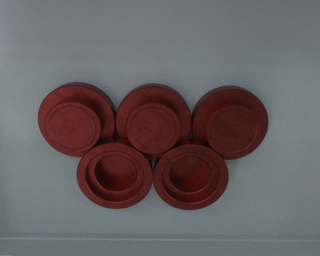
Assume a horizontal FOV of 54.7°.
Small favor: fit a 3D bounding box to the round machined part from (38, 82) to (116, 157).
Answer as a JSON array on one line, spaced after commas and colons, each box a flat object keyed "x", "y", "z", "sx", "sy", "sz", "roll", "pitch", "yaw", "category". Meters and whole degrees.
[{"x": -0.107, "y": -0.007, "z": 0.396, "sx": 0.099, "sy": 0.042, "sz": 0.097, "roll": 0, "pitch": 109, "yaw": -1, "category": "round machined part"}]

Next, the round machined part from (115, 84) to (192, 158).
[{"x": -0.009, "y": -0.005, "z": 0.398, "sx": 0.099, "sy": 0.042, "sz": 0.097, "roll": 0, "pitch": 109, "yaw": 0, "category": "round machined part"}]

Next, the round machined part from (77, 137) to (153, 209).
[{"x": -0.059, "y": 0.057, "z": 0.421, "sx": 0.099, "sy": 0.042, "sz": 0.097, "roll": 0, "pitch": 110, "yaw": 0, "category": "round machined part"}]

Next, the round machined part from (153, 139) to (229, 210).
[{"x": 0.040, "y": 0.059, "z": 0.422, "sx": 0.099, "sy": 0.042, "sz": 0.097, "roll": 0, "pitch": 110, "yaw": 0, "category": "round machined part"}]

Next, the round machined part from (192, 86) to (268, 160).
[{"x": 0.091, "y": -0.002, "z": 0.399, "sx": 0.099, "sy": 0.042, "sz": 0.097, "roll": 0, "pitch": 109, "yaw": 0, "category": "round machined part"}]
